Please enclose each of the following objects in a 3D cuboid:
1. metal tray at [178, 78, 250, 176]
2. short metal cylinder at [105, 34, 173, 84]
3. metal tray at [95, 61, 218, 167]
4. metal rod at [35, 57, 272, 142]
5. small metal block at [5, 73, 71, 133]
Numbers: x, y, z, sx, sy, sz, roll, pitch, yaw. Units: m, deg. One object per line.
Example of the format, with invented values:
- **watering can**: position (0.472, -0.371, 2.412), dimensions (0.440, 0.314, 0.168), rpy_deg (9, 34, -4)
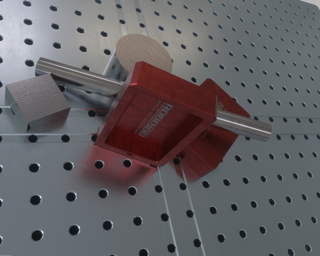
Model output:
- **metal tray**: position (0.066, -0.006, 0.444), dimensions (0.090, 0.030, 0.131), rpy_deg (44, 51, 2)
- **short metal cylinder**: position (-0.030, -0.082, 0.426), dimensions (0.081, 0.050, 0.080), rpy_deg (14, 56, -21)
- **metal tray**: position (-0.009, -0.007, 0.340), dimensions (0.091, 0.129, 0.030), rpy_deg (21, 54, -16)
- **metal rod**: position (-0.002, -0.034, 0.394), dimensions (0.302, 0.025, 0.025), rpy_deg (16, 55, -7)
- **small metal block**: position (-0.138, -0.029, 0.352), dimensions (0.050, 0.025, 0.050), rpy_deg (-27, 76, -37)
